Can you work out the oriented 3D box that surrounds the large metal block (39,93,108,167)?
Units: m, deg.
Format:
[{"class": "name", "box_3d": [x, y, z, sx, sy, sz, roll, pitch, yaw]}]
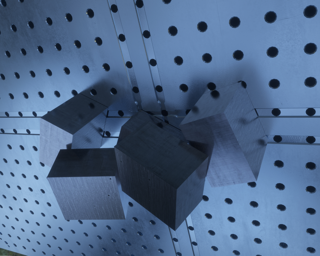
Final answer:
[{"class": "large metal block", "box_3d": [-0.123, 0.009, 0.443, 0.050, 0.080, 0.079, 27, 128, 11]}]

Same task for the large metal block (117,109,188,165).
[{"class": "large metal block", "box_3d": [-0.014, 0.034, 0.421, 0.080, 0.050, 0.079, 28, 128, 10]}]

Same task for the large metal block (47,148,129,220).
[{"class": "large metal block", "box_3d": [-0.086, 0.073, 0.399, 0.080, 0.050, 0.079, -2, 127, 5]}]

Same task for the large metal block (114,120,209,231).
[{"class": "large metal block", "box_3d": [0.001, 0.051, 0.335, 0.080, 0.050, 0.080, 30, 143, 28]}]

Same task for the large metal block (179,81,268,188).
[{"class": "large metal block", "box_3d": [0.074, 0.006, 0.339, 0.050, 0.080, 0.080, -17, 110, 34]}]
